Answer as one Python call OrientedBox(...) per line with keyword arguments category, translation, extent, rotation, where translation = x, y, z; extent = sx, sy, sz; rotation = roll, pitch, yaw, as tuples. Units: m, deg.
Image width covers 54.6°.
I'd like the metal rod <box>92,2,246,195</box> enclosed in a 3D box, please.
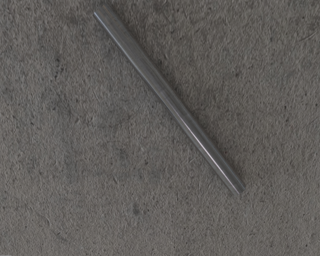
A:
OrientedBox(category="metal rod", translation=(0.022, -0.025, 0.400), extent=(0.025, 0.025, 0.300), rotation=(-35, 107, 12))
